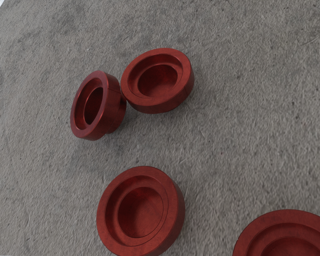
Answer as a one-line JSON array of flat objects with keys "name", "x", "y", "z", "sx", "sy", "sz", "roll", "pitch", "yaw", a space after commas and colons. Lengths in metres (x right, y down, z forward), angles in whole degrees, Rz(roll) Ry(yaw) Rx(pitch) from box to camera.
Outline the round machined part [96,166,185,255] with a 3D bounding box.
[{"name": "round machined part", "x": -0.018, "y": 0.095, "z": 0.344, "sx": 0.098, "sy": 0.042, "sz": 0.098, "roll": -13, "pitch": 56, "yaw": 21}]

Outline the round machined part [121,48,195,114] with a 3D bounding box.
[{"name": "round machined part", "x": 0.000, "y": -0.059, "z": 0.425, "sx": 0.098, "sy": 0.042, "sz": 0.098, "roll": -9, "pitch": 57, "yaw": 14}]

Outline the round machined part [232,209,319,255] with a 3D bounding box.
[{"name": "round machined part", "x": 0.113, "y": 0.122, "z": 0.259, "sx": 0.098, "sy": 0.042, "sz": 0.098, "roll": -13, "pitch": 56, "yaw": 21}]

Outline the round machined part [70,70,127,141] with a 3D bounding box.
[{"name": "round machined part", "x": -0.084, "y": -0.029, "z": 0.440, "sx": 0.098, "sy": 0.042, "sz": 0.098, "roll": -21, "pitch": 60, "yaw": 43}]
